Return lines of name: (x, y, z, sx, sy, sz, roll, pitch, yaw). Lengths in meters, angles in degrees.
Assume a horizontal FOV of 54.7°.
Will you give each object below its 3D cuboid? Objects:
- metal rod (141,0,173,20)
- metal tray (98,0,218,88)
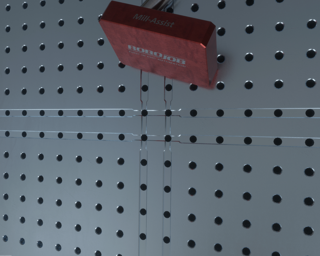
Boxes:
metal rod: (0.075, -0.239, 0.385, 0.299, 0.025, 0.025, -42, 77, 14)
metal tray: (0.001, -0.099, 0.374, 0.130, 0.090, 0.030, 19, 73, 18)
